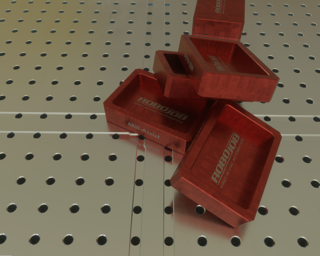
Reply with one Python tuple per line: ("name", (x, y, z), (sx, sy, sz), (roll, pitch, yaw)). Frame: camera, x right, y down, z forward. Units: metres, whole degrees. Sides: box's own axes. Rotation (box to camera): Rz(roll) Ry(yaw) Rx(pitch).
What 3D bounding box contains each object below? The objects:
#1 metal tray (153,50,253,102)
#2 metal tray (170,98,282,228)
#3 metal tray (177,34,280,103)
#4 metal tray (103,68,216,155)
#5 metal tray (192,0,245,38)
("metal tray", (0.062, -0.074, 0.436), (0.131, 0.030, 0.090), (1, 34, -15))
("metal tray", (0.080, 0.034, 0.357), (0.090, 0.030, 0.130), (34, 55, 0))
("metal tray", (0.080, -0.080, 0.395), (0.091, 0.030, 0.130), (3, 33, -12))
("metal tray", (0.001, -0.027, 0.426), (0.130, 0.030, 0.090), (23, 53, 18))
("metal tray", (0.115, -0.228, 0.598), (0.090, 0.030, 0.130), (9, 50, 6))
